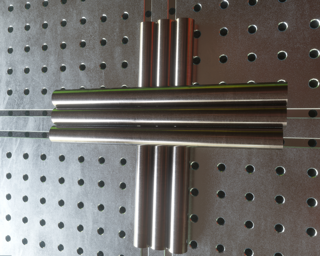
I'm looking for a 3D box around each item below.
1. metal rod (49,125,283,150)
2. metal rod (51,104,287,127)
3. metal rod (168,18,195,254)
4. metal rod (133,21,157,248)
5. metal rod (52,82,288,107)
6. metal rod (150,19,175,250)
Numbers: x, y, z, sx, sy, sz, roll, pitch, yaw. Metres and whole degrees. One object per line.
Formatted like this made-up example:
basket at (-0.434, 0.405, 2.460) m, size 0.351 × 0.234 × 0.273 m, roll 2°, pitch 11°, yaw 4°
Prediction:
metal rod at (-0.007, 0.010, 0.389) m, size 0.301 × 0.025 × 0.025 m, roll 1°, pitch 90°, yaw 20°
metal rod at (-0.004, -0.015, 0.388) m, size 0.301 × 0.025 × 0.025 m, roll 1°, pitch 90°, yaw 20°
metal rod at (0.028, 0.010, 0.403) m, size 0.025 × 0.025 × 0.298 m, roll 2°, pitch 91°, yaw 20°
metal rod at (-0.019, 0.009, 0.420) m, size 0.025 × 0.025 × 0.298 m, roll 2°, pitch 91°, yaw 20°
metal rod at (-0.003, -0.040, 0.387) m, size 0.301 × 0.025 × 0.025 m, roll 1°, pitch 90°, yaw 20°
metal rod at (0.004, 0.009, 0.412) m, size 0.025 × 0.025 × 0.298 m, roll 2°, pitch 91°, yaw 20°
